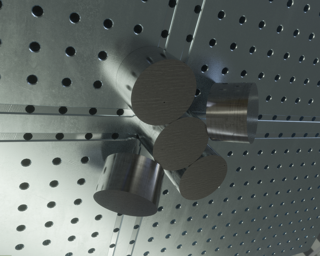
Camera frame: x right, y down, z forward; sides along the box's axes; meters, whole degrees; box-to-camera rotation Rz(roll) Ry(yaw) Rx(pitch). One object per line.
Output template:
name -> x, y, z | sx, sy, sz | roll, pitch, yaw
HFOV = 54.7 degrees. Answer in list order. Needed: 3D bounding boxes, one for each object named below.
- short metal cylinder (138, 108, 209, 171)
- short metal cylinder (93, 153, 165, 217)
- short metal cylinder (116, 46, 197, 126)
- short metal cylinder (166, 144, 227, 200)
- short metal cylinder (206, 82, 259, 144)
short metal cylinder -> 0.017, 0.010, 0.412 | 0.081, 0.050, 0.079 | -14, 125, -21
short metal cylinder -> -0.038, 0.074, 0.394 | 0.080, 0.050, 0.080 | 8, 145, 6
short metal cylinder -> -0.005, -0.050, 0.363 | 0.081, 0.050, 0.079 | -14, 125, -21
short metal cylinder -> 0.052, 0.060, 0.463 | 0.081, 0.050, 0.079 | -14, 125, -21
short metal cylinder -> 0.098, -0.020, 0.412 | 0.080, 0.050, 0.079 | -14, 106, -62
